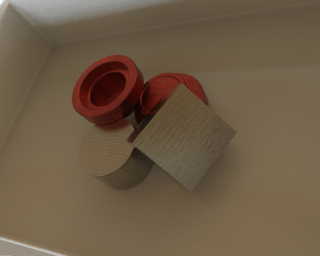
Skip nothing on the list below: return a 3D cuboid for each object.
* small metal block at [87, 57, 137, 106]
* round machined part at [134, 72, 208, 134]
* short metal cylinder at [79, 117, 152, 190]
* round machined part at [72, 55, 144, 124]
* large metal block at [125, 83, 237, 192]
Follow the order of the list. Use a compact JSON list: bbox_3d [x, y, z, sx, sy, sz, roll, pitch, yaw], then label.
[{"bbox_3d":[-0.071,-0.070,0.465,0.050,0.050,0.025,-39,51,2],"label":"small metal block"},{"bbox_3d":[0.009,-0.033,0.405,0.098,0.042,0.098,-13,56,20],"label":"round machined part"},{"bbox_3d":[-0.055,0.032,0.395,0.080,0.050,0.080,-13,56,20],"label":"short metal cylinder"},{"bbox_3d":[-0.065,-0.047,0.417,0.098,0.042,0.098,-13,56,20],"label":"round machined part"},{"bbox_3d":[0.021,0.010,0.342,0.080,0.080,0.050,-51,11,-9],"label":"large metal block"}]
